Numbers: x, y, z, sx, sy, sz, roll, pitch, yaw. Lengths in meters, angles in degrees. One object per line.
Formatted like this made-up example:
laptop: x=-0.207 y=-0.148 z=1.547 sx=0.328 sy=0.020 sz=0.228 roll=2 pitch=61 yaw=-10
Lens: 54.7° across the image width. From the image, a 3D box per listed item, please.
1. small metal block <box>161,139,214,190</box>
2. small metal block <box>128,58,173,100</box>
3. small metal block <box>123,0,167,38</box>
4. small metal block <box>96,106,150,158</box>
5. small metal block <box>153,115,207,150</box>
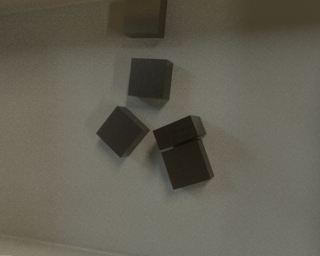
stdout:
small metal block: x=0.036 y=0.047 z=0.398 sx=0.050 sy=0.025 sz=0.050 roll=-20 pitch=83 yaw=19
small metal block: x=-0.012 y=-0.065 z=0.415 sx=0.050 sy=0.025 sz=0.050 roll=7 pitch=92 yaw=19
small metal block: x=-0.020 y=-0.150 z=0.417 sx=0.050 sy=0.025 sz=0.050 roll=6 pitch=92 yaw=20
small metal block: x=-0.051 y=0.005 z=0.429 sx=0.050 sy=0.025 sz=0.050 roll=43 pitch=103 yaw=15
small metal block: x=0.026 y=0.006 z=0.388 sx=0.050 sy=0.050 sz=0.025 roll=-23 pitch=83 yaw=18
